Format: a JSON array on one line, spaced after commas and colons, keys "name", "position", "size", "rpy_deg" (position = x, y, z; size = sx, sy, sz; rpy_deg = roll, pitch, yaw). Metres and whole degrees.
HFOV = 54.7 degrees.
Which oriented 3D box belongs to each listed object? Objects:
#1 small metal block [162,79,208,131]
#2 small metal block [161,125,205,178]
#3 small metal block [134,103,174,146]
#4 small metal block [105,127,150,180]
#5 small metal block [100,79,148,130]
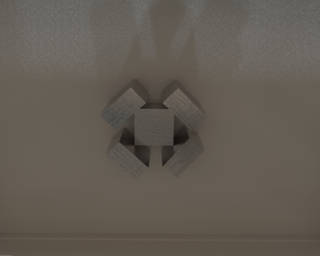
[{"name": "small metal block", "position": [0.029, -0.029, 0.385], "size": [0.025, 0.050, 0.050], "rpy_deg": [-43, 106, 13]}, {"name": "small metal block", "position": [0.028, 0.029, 0.406], "size": [0.025, 0.050, 0.050], "rpy_deg": [38, 105, -14]}, {"name": "small metal block", "position": [-0.007, -0.005, 0.407], "size": [0.050, 0.025, 0.050], "rpy_deg": [1, 110, -1]}, {"name": "small metal block", "position": [-0.040, 0.033, 0.408], "size": [0.025, 0.050, 0.050], "rpy_deg": [-43, 105, 15]}, {"name": "small metal block", "position": [-0.043, -0.031, 0.384], "size": [0.050, 0.050, 0.025], "rpy_deg": [-40, 105, 14]}]
